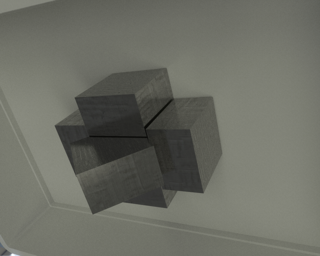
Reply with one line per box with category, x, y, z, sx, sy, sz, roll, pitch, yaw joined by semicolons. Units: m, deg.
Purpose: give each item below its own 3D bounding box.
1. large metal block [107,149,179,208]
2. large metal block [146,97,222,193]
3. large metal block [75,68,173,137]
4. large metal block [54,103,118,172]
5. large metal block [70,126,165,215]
large metal block;-0.015;0.057;0.415;0.080;0.080;0.050;0;118;28
large metal block;0.033;0.017;0.362;0.050;0.080;0.080;0;118;28
large metal block;-0.039;-0.032;0.372;0.080;0.080;0.050;0;118;28
large metal block;-0.084;0.013;0.425;0.050;0.080;0.080;0;119;28
large metal block;-0.051;0.040;0.350;0.081;0.080;0.050;-20;115;-12
